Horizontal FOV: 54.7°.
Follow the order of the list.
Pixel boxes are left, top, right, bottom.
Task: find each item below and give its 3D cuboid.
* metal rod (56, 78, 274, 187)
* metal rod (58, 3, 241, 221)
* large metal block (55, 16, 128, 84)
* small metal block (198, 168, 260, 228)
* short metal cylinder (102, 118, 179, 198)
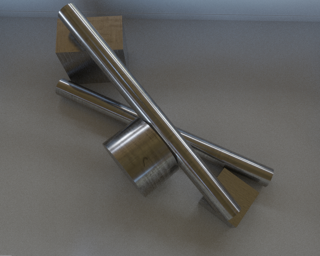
[{"bbox_3d":[0.000,0.003,0.407,0.301,0.025,0.025,24,72,8],"label":"metal rod"},{"bbox_3d":[-0.014,-0.020,0.354,0.025,0.025,0.300,-39,87,-13],"label":"metal rod"},{"bbox_3d":[-0.086,-0.102,0.416,0.081,0.080,0.050,-3,70,-2],"label":"large metal block"},{"bbox_3d":[0.083,0.085,0.378,0.050,0.025,0.050,36,74,12],"label":"small metal block"},{"bbox_3d":[-0.023,0.034,0.365,0.050,0.080,0.080,-38,75,-13],"label":"short metal cylinder"}]
